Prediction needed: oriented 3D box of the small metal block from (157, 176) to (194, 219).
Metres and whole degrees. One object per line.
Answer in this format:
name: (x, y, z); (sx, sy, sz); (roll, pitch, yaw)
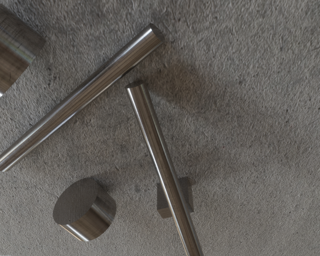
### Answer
small metal block: (0.023, 0.108, 0.483); (0.050, 0.050, 0.025); (-16, 128, 13)

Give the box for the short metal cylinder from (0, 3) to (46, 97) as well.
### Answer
short metal cylinder: (-0.160, -0.074, 0.306); (0.080, 0.080, 0.050); (-34, 122, 25)

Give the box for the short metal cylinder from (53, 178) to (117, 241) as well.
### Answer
short metal cylinder: (-0.115, 0.125, 0.476); (0.080, 0.080, 0.050); (-21, 127, 17)

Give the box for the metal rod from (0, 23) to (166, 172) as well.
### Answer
metal rod: (-0.115, -0.023, 0.385); (0.299, 0.025, 0.025); (-34, 123, 25)

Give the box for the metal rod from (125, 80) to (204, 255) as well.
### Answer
metal rod: (0.014, 0.078, 0.424); (0.025, 0.025, 0.298); (-14, 114, 11)
